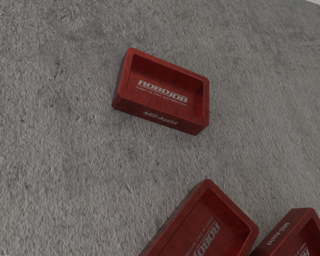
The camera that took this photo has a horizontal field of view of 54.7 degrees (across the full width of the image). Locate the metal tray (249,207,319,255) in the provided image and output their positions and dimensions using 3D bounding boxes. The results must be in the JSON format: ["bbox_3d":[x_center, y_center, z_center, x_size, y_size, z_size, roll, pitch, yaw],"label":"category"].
[{"bbox_3d":[0.163,0.167,0.373,0.131,0.030,0.090,-26,89,-37],"label":"metal tray"}]

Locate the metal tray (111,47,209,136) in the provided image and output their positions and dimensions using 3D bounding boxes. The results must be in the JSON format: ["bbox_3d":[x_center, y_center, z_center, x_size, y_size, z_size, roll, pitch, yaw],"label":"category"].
[{"bbox_3d":[0.005,-0.050,0.433,0.131,0.030,0.090,18,55,-18],"label":"metal tray"}]

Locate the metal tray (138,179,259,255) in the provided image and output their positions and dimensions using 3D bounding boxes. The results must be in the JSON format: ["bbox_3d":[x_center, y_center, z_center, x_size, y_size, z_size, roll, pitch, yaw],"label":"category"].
[{"bbox_3d":[0.046,0.131,0.344,0.090,0.030,0.131,45,51,3],"label":"metal tray"}]
